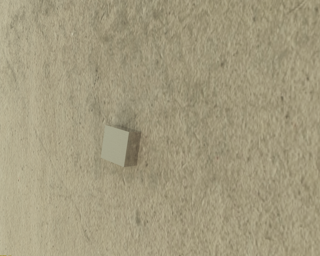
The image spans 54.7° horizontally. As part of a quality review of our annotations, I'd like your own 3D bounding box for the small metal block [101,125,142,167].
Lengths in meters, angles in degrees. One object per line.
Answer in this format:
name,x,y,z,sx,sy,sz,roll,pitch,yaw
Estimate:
small metal block,-0.057,0.025,0.450,0.050,0.025,0.050,15,99,38
